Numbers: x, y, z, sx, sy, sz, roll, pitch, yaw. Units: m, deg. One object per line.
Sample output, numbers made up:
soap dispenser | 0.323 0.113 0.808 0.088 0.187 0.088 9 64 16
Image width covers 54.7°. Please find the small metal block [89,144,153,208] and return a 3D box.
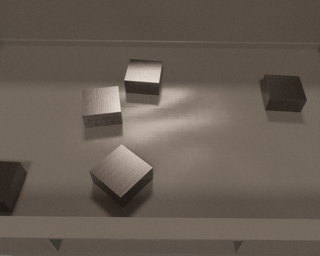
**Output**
small metal block | -0.044 0.054 0.359 0.050 0.025 0.050 34 57 25

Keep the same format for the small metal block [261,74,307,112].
small metal block | 0.178 -0.051 0.450 0.050 0.025 0.050 4 50 2

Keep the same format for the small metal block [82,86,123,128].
small metal block | -0.080 -0.030 0.429 0.050 0.025 0.050 -7 50 -6

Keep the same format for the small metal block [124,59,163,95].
small metal block | -0.024 -0.078 0.470 0.050 0.025 0.050 5 50 3

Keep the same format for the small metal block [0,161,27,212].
small metal block | -0.186 0.065 0.348 0.050 0.025 0.050 2 50 1
